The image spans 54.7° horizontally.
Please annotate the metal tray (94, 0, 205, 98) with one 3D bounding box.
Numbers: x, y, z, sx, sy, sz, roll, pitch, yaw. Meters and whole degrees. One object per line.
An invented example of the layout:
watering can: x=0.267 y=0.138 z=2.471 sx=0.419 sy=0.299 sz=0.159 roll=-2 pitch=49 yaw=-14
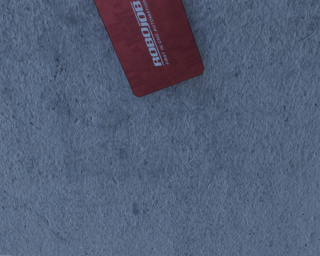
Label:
metal tray: x=-0.011 y=-0.112 z=0.366 sx=0.090 sy=0.030 sz=0.129 roll=-20 pitch=109 yaw=7
